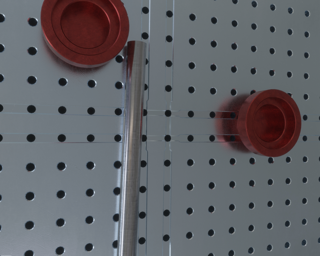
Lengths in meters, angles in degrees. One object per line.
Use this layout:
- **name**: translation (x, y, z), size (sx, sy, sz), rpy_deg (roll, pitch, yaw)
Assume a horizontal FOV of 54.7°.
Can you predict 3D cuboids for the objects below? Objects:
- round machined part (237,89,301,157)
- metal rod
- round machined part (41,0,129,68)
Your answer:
- **round machined part**: translation (0.157, -0.007, 0.462), size (0.099, 0.042, 0.097), rpy_deg (0, 90, -20)
- **metal rod**: translation (-0.037, 0.039, 0.399), size (0.025, 0.025, 0.298), rpy_deg (3, 89, -20)
- **round machined part**: translation (-0.090, -0.121, 0.370), size (0.099, 0.042, 0.097), rpy_deg (0, 90, -20)
